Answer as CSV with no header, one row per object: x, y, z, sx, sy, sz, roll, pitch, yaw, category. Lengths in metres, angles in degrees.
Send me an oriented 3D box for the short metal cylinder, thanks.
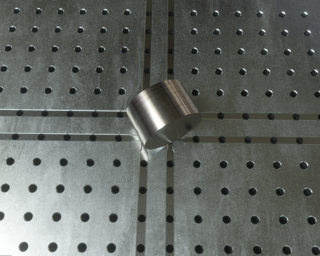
0.005,-0.016,0.388,0.080,0.080,0.050,-27,72,-9,short metal cylinder
